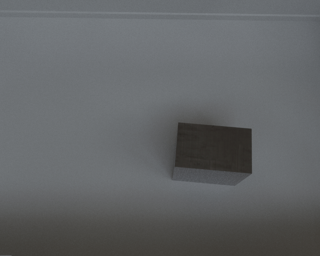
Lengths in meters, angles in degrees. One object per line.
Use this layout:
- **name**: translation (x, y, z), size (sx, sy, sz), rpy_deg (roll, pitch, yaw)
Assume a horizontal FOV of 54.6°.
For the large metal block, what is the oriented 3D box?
- **large metal block**: translation (0.058, 0.034, 0.368), size (0.080, 0.080, 0.050), rpy_deg (5, 70, 2)
